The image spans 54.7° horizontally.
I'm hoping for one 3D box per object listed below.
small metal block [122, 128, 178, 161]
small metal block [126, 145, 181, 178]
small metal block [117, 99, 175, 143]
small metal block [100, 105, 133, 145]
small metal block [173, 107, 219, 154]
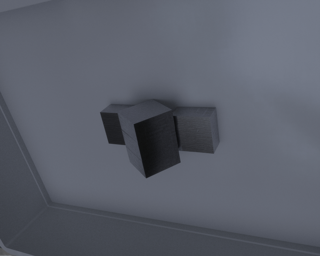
[{"bbox_3d":[-0.013,0.012,0.391,0.050,0.050,0.025,33,140,55],"label":"small metal block"},{"bbox_3d":[-0.009,0.034,0.402,0.050,0.050,0.025,33,140,55],"label":"small metal block"},{"bbox_3d":[-0.017,-0.010,0.379,0.050,0.050,0.025,34,140,55],"label":"small metal block"},{"bbox_3d":[-0.049,-0.004,0.428,0.050,0.025,0.050,4,120,26],"label":"small metal block"},{"bbox_3d":[0.044,0.002,0.384,0.050,0.025,0.050,3,120,26],"label":"small metal block"}]
